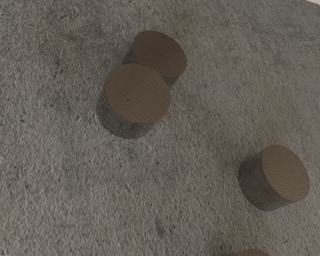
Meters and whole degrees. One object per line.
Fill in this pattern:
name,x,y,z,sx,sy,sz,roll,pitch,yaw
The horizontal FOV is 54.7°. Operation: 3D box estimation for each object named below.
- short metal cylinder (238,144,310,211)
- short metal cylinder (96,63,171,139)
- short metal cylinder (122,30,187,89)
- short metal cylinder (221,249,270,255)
short metal cylinder,0.157,0.069,0.430,0.081,0.050,0.080,14,56,-21
short metal cylinder,-0.034,-0.032,0.384,0.081,0.050,0.080,10,63,-20
short metal cylinder,-0.009,-0.090,0.437,0.081,0.050,0.080,14,56,-21
short metal cylinder,0.090,0.175,0.329,0.081,0.050,0.080,14,56,-21
